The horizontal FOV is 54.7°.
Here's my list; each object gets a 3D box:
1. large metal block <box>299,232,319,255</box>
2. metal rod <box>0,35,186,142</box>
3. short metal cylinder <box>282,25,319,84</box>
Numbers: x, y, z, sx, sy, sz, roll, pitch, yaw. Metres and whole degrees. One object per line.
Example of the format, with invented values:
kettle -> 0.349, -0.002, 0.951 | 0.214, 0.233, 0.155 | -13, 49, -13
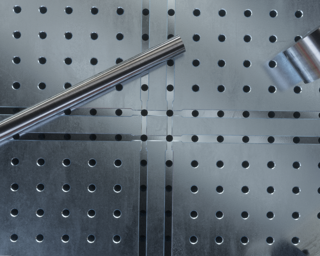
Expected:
large metal block -> 0.248, 0.173, 0.403 | 0.080, 0.050, 0.080 | -38, 90, 0
metal rod -> -0.107, -0.047, 0.412 | 0.301, 0.025, 0.025 | -26, 90, 0
short metal cylinder -> 0.203, -0.099, 0.387 | 0.080, 0.080, 0.050 | -36, 90, 0
